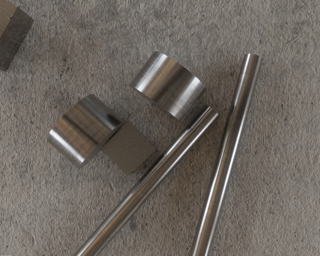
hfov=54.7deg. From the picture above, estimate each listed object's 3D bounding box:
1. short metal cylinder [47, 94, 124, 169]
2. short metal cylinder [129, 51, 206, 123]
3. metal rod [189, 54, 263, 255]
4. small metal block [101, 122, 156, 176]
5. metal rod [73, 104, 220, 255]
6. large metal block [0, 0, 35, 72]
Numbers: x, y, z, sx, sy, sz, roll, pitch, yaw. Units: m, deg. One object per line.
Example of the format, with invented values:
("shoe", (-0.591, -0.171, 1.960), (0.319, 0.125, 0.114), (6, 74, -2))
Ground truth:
("short metal cylinder", (-0.090, 0.004, 0.382), (0.050, 0.080, 0.080), (43, 90, 0))
("short metal cylinder", (0.009, -0.049, 0.383), (0.080, 0.080, 0.050), (36, 90, 0))
("metal rod", (0.085, 0.050, 0.410), (0.025, 0.025, 0.298), (15, 90, 0))
("small metal block", (-0.041, 0.027, 0.410), (0.050, 0.025, 0.050), (-44, 90, 0))
("metal rod", (-0.029, 0.090, 0.409), (0.025, 0.025, 0.300), (41, 90, 0))
("large metal block", (-0.225, -0.130, 0.395), (0.080, 0.050, 0.080), (29, 90, 0))
